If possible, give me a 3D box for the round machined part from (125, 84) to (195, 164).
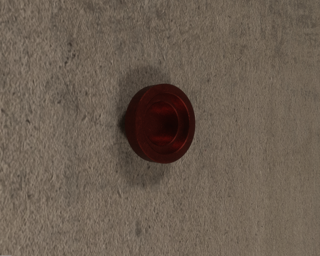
[{"bbox_3d":[-0.004,-0.005,0.392,0.099,0.042,0.097,0,90,-40],"label":"round machined part"}]
